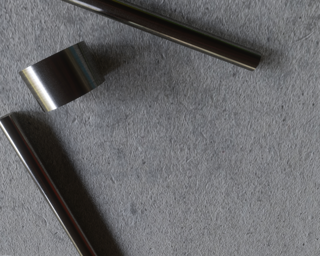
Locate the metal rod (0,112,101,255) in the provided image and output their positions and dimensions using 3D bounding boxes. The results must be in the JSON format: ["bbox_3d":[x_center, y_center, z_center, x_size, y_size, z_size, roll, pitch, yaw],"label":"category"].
[{"bbox_3d":[-0.144,0.114,0.449,0.025,0.025,0.299,-21,109,7],"label":"metal rod"}]

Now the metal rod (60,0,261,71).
[{"bbox_3d":[-0.024,-0.129,0.361,0.302,0.025,0.025,18,109,-7],"label":"metal rod"}]

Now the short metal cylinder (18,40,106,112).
[{"bbox_3d":[-0.111,-0.060,0.357,0.080,0.080,0.050,-24,109,8],"label":"short metal cylinder"}]
